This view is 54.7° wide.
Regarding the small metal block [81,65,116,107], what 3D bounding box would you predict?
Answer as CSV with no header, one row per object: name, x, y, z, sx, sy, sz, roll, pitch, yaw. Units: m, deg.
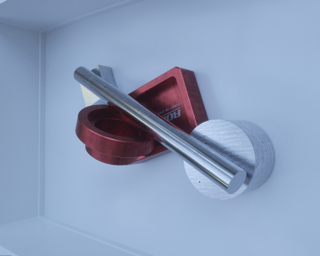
small metal block,-0.095,-0.063,0.481,0.050,0.025,0.050,-28,73,36

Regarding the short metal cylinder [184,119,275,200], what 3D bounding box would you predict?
short metal cylinder,0.072,0.031,0.328,0.080,0.050,0.079,0,90,39

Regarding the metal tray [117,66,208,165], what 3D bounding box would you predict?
metal tray,-0.005,-0.011,0.403,0.130,0.030,0.090,-24,75,37

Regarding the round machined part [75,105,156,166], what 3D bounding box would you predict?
round machined part,-0.055,0.011,0.383,0.098,0.099,0.042,34,119,34

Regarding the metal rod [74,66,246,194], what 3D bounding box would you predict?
metal rod,-0.025,-0.017,0.371,0.300,0.025,0.025,35,111,41
